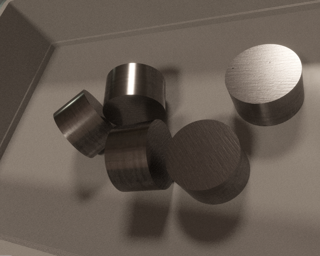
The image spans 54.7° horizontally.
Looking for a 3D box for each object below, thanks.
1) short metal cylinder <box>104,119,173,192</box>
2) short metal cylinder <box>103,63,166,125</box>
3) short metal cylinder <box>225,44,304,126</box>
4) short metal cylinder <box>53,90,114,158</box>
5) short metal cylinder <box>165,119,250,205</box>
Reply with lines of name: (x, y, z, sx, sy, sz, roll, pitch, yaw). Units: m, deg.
short metal cylinder: (-0.020, 0.033, 0.360, 0.050, 0.080, 0.080, -8, 58, 24)
short metal cylinder: (-0.033, -0.040, 0.411, 0.080, 0.080, 0.050, -13, 57, 21)
short metal cylinder: (0.121, -0.049, 0.356, 0.080, 0.050, 0.080, -13, 56, 20)
short metal cylinder: (-0.097, -0.006, 0.423, 0.050, 0.080, 0.080, -39, 51, 2)
short metal cylinder: (0.053, 0.037, 0.338, 0.080, 0.050, 0.080, -13, 56, 20)
